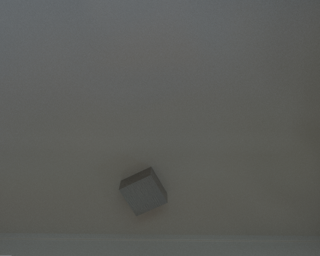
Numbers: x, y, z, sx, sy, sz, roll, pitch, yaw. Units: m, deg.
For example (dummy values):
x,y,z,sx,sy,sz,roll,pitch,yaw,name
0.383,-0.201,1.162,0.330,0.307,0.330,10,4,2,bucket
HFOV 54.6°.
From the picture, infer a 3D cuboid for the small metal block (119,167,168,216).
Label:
x,y,z,sx,sy,sz,roll,pitch,yaw,name
-0.023,0.091,0.445,0.050,0.025,0.050,-26,108,9,small metal block
